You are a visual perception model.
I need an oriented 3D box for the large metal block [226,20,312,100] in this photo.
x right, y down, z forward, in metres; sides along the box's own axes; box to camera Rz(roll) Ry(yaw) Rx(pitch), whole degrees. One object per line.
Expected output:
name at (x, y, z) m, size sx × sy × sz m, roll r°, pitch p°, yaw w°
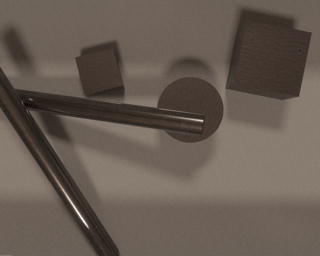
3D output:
large metal block at (0.137, -0.085, 0.401) m, size 0.080 × 0.050 × 0.080 m, roll 11°, pitch 90°, yaw -1°

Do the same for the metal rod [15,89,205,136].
metal rod at (-0.097, -0.025, 0.380) m, size 0.301 × 0.025 × 0.025 m, roll 8°, pitch 90°, yaw 11°

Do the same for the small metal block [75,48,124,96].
small metal block at (-0.079, -0.073, 0.410) m, size 0.050 × 0.025 × 0.050 m, roll -14°, pitch 90°, yaw -1°

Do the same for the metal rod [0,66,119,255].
metal rod at (-0.138, 0.041, 0.385) m, size 0.025 × 0.025 × 0.299 m, roll -30°, pitch 100°, yaw 0°

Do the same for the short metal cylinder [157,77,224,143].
short metal cylinder at (0.037, -0.022, 0.399) m, size 0.081 × 0.050 × 0.079 m, roll 0°, pitch 90°, yaw -1°
